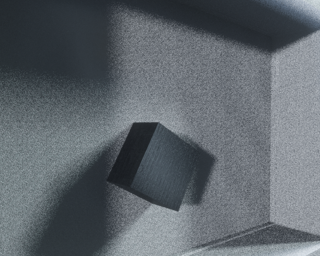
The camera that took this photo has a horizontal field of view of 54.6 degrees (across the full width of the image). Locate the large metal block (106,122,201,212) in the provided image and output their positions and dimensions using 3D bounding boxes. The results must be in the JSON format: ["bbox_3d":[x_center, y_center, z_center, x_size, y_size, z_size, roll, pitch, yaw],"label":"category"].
[{"bbox_3d":[-0.006,0.047,0.385,0.080,0.050,0.080,36,68,-34],"label":"large metal block"}]
